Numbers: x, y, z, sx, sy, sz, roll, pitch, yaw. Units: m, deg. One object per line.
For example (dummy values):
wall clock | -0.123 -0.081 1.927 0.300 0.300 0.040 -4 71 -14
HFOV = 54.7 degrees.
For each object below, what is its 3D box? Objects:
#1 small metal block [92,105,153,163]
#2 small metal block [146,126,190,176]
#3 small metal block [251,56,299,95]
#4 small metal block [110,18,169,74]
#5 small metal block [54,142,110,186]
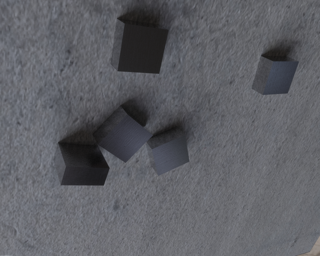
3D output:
small metal block | -0.046 0.008 0.388 0.050 0.025 0.050 -46 130 3
small metal block | 0.011 0.032 0.434 0.050 0.025 0.050 -23 127 -15
small metal block | 0.168 -0.077 0.453 0.050 0.025 0.050 -6 121 -26
small metal block | -0.023 -0.089 0.340 0.050 0.025 0.050 -2 119 -28
small metal block | -0.094 0.043 0.367 0.050 0.050 0.025 7 115 -32
